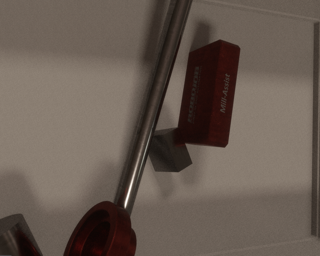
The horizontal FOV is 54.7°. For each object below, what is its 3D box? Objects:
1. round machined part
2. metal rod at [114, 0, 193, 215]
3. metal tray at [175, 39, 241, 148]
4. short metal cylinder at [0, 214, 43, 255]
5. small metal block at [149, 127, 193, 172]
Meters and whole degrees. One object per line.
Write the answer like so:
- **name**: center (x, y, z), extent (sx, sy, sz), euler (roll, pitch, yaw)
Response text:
- **round machined part**: center (-0.064, 0.137, 0.350), extent (0.042, 0.098, 0.098), euler (38, 78, -27)
- **metal rod**: center (-0.009, -0.032, 0.376), extent (0.025, 0.025, 0.298), euler (14, 97, -20)
- **metal tray**: center (0.059, -0.042, 0.413), extent (0.030, 0.090, 0.129), euler (10, 85, -25)
- **short metal cylinder**: center (-0.171, 0.132, 0.319), extent (0.081, 0.080, 0.050), euler (-25, 99, -19)
- **small metal block**: center (0.009, 0.029, 0.399), extent (0.025, 0.050, 0.050), euler (-26, 100, -35)
